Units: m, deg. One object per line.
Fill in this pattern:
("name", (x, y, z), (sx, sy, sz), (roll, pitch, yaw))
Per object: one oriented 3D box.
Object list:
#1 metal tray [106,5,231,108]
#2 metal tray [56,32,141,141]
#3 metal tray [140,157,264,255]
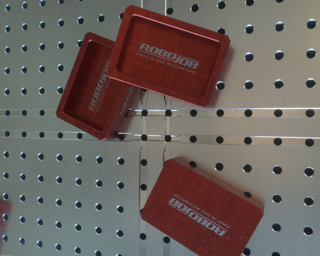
("metal tray", (0.010, -0.087, 0.385), (0.131, 0.030, 0.089), (18, 96, 1))
("metal tray", (-0.083, -0.058, 0.437), (0.090, 0.030, 0.129), (26, 98, 17))
("metal tray", (0.051, 0.105, 0.391), (0.130, 0.030, 0.090), (28, 99, 17))
